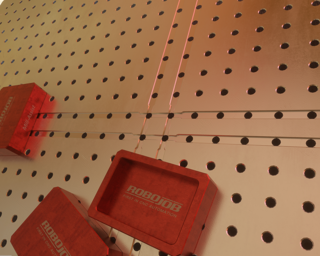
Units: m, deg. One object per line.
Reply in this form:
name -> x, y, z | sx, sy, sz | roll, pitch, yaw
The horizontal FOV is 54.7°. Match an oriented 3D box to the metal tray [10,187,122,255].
metal tray -> -0.118, 0.144, 0.377 | 0.130, 0.030, 0.090 | 34, 80, 38

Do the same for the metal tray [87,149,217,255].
metal tray -> -0.011, 0.083, 0.358 | 0.130, 0.030, 0.090 | 12, 68, 33

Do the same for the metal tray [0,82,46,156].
metal tray -> -0.266, -0.016, 0.551 | 0.090, 0.030, 0.130 | -3, 60, 26
